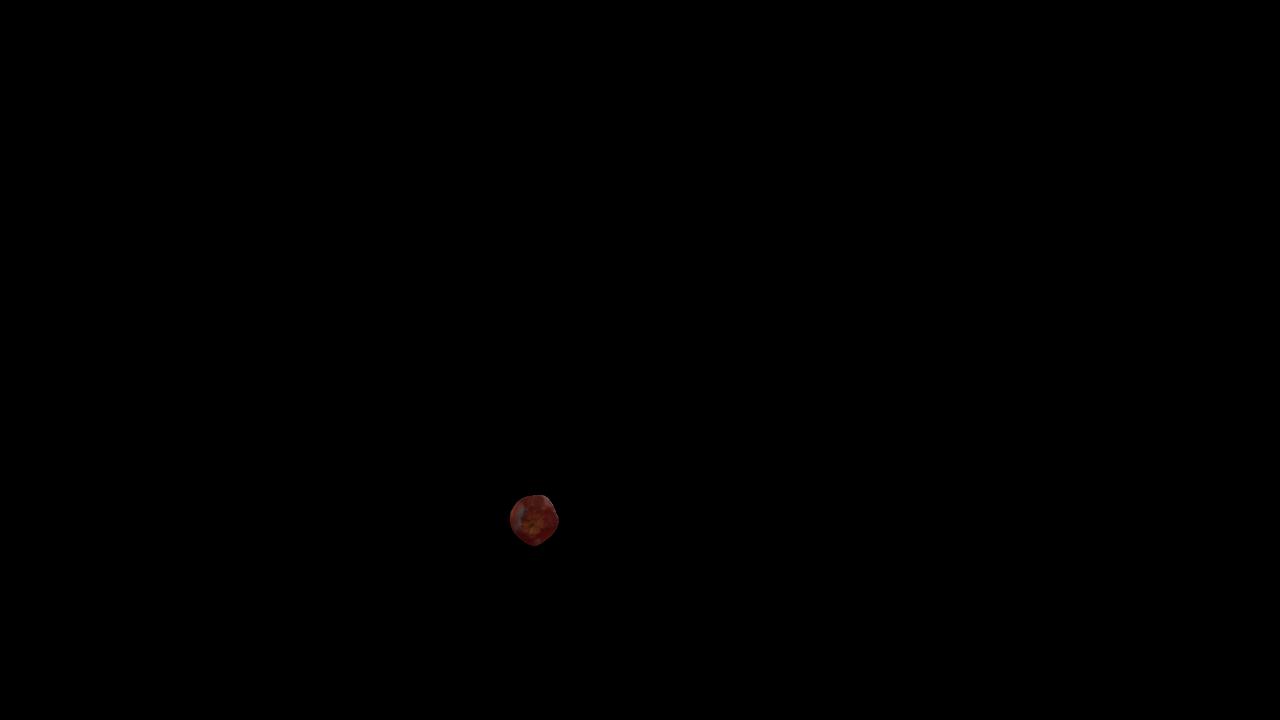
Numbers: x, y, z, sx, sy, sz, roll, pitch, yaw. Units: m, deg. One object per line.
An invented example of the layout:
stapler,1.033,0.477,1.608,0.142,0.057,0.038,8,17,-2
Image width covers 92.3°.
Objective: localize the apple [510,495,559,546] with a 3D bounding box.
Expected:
apple,-0.170,0.257,0.987,0.079,0.079,0.093,0,-5,-11
